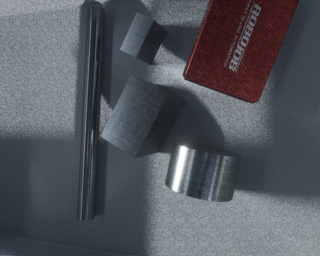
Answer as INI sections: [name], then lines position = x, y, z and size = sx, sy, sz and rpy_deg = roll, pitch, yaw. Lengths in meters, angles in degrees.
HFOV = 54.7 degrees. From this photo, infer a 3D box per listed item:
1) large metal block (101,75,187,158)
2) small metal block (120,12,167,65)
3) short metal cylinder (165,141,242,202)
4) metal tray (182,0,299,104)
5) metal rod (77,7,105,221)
[large metal block]
position = -0.017, -0.013, 0.386
size = 0.050, 0.080, 0.080
rpy_deg = 31, 100, 17
[small metal block]
position = -0.020, -0.114, 0.404
size = 0.025, 0.050, 0.050
rpy_deg = 29, 99, 17
[short metal cylinder]
position = 0.050, 0.048, 0.363
size = 0.080, 0.080, 0.050
rpy_deg = 13, 94, 19
[metal tray]
position = 0.091, -0.103, 0.358
size = 0.091, 0.030, 0.129
rpy_deg = 19, 97, -6
[metal rod]
position = -0.099, -0.019, 0.443
size = 0.025, 0.025, 0.298
rpy_deg = 4, 91, 19
